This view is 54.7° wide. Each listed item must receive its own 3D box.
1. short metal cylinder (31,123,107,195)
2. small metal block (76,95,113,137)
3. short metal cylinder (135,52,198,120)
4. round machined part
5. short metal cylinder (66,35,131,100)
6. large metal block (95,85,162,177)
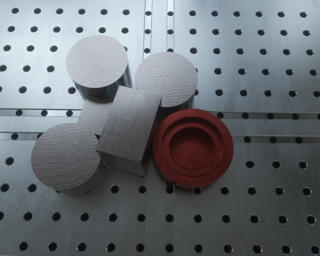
[{"bbox_3d":[-0.109,0.040,0.383,0.081,0.050,0.080,0,70,0],"label":"short metal cylinder"},{"bbox_3d":[-0.079,-0.011,0.415,0.050,0.025,0.050,14,71,5],"label":"small metal block"},{"bbox_3d":[0.008,-0.055,0.418,0.081,0.050,0.080,0,70,0],"label":"short metal cylinder"},{"bbox_3d":[0.040,0.028,0.392,0.099,0.042,0.098,0,70,0],"label":"round machined part"},{"bbox_3d":[-0.082,-0.080,0.426,0.081,0.050,0.080,0,70,0],"label":"short metal cylinder"},{"bbox_3d":[-0.033,0.007,0.376,0.050,0.080,0.080,15,71,5],"label":"large metal block"}]
